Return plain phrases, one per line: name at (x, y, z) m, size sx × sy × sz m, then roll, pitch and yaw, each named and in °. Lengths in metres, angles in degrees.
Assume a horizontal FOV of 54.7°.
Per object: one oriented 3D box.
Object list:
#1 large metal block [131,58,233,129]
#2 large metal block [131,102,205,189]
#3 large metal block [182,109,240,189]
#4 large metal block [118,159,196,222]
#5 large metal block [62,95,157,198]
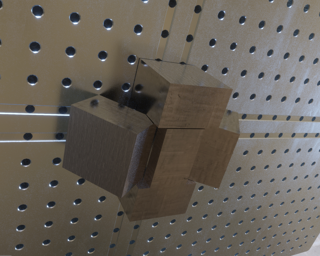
large metal block at (0.022, -0.041, 0.363) m, size 0.081 × 0.080 × 0.050 m, roll 1°, pitch 118°, yaw -29°
large metal block at (0.003, 0.017, 0.388) m, size 0.050 × 0.080 × 0.079 m, roll 1°, pitch 118°, yaw -29°
large metal block at (0.068, 0.021, 0.416) m, size 0.050 × 0.080 × 0.079 m, roll 17°, pitch 114°, yaw 5°
large metal block at (-0.012, 0.073, 0.414) m, size 0.081 × 0.080 × 0.050 m, roll 1°, pitch 118°, yaw -29°
large metal block at (-0.057, 0.018, 0.349) m, size 0.050 × 0.080 × 0.079 m, roll -36°, pitch 146°, yaw -60°
